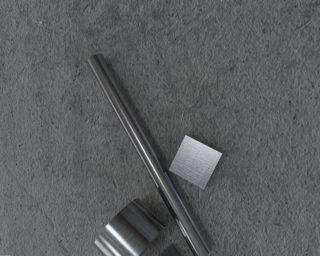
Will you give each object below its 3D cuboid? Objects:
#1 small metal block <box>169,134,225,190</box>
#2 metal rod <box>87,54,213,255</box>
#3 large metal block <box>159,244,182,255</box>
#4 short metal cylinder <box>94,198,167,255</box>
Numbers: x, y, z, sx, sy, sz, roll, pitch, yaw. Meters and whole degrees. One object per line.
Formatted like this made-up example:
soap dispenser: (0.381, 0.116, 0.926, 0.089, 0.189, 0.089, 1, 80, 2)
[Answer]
small metal block: (0.047, 0.042, 0.392, 0.050, 0.025, 0.050, 28, 99, 17)
metal rod: (-0.018, 0.030, 0.414, 0.025, 0.025, 0.299, -33, 80, 17)
large metal block: (0.006, 0.212, 0.393, 0.080, 0.050, 0.080, -44, 77, 14)
short metal cylinder: (-0.036, 0.136, 0.391, 0.050, 0.080, 0.080, 40, 103, 15)
